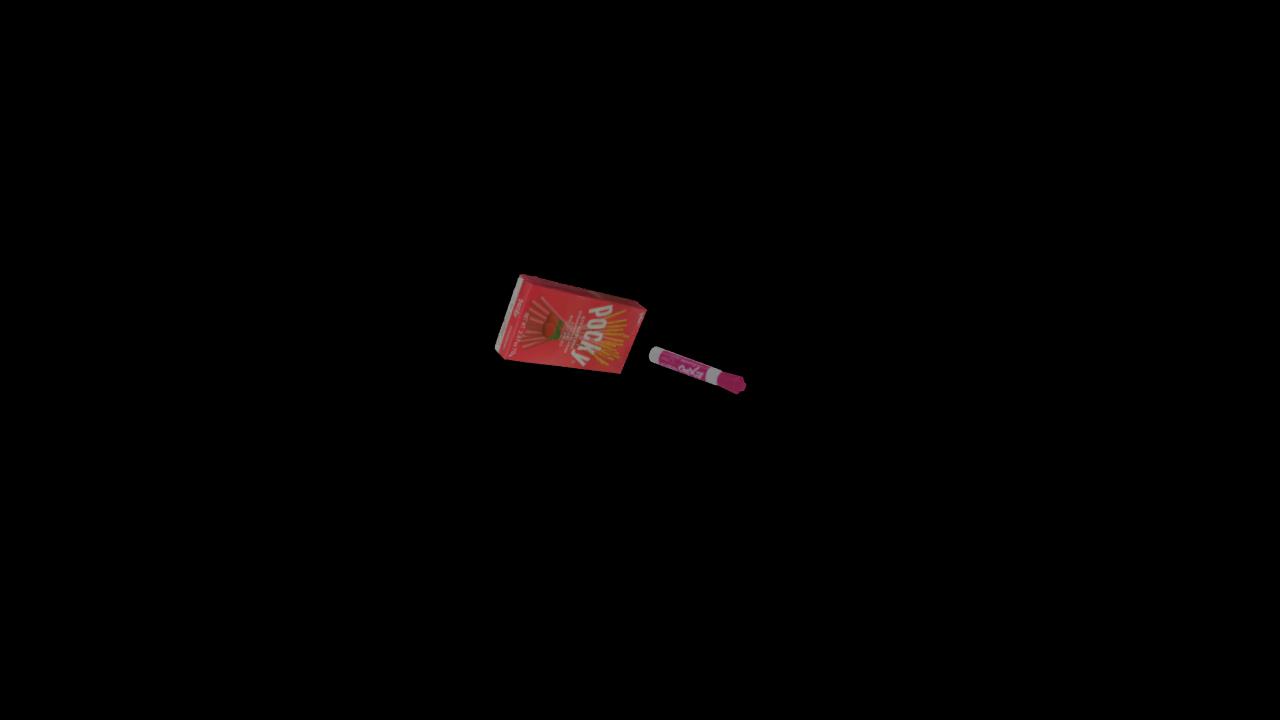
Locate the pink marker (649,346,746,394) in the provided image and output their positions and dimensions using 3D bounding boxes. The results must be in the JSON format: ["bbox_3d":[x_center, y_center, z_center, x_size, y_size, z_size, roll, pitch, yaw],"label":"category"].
[{"bbox_3d":[0.060,0.010,0.654,0.121,0.020,0.020,21,13,38],"label":"pink marker"}]

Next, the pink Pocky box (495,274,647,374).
[{"bbox_3d":[-0.069,-0.034,0.653,0.155,0.084,0.029,9,21,-42],"label":"pink Pocky box"}]
